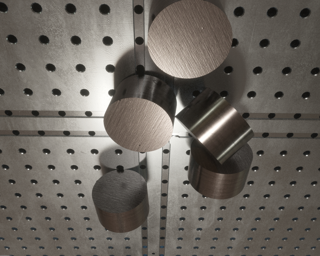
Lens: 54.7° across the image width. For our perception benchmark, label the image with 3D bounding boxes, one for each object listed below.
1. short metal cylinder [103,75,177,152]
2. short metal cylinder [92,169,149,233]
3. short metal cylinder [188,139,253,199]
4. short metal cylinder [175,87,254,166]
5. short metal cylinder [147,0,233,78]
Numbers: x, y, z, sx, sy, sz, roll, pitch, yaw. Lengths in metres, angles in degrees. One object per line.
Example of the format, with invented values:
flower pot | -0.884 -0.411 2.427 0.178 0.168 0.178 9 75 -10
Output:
short metal cylinder | -0.022 -0.017 0.374 0.080 0.050 0.079 5 129 6
short metal cylinder | -0.058 0.109 0.468 0.081 0.080 0.050 -2 130 1
short metal cylinder | 0.079 0.049 0.418 0.081 0.080 0.050 1 130 -1
short metal cylinder | 0.063 -0.002 0.366 0.050 0.080 0.080 -43 122 1
short metal cylinder | 0.028 -0.097 0.313 0.081 0.050 0.079 0 130 0
